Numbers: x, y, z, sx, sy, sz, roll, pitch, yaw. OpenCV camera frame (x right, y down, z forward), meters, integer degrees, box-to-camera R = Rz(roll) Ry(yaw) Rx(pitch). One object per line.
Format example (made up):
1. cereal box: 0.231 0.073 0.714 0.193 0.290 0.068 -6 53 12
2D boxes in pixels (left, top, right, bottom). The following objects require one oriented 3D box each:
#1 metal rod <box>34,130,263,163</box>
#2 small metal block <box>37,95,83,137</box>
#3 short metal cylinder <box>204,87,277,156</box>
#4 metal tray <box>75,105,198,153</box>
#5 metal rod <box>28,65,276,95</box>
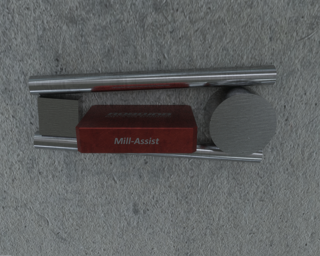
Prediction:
1. metal rod: -0.014 0.026 0.420 0.302 0.025 0.025 4 110 -2
2. small metal block: -0.129 -0.017 0.404 0.050 0.025 0.050 4 110 -2
3. short metal cylinder: 0.099 -0.011 0.394 0.081 0.050 0.079 0 110 0
4. metal tray: -0.025 -0.002 0.374 0.131 0.090 0.030 0 110 0
5. metal rod: -0.009 -0.060 0.389 0.302 0.025 0.025 -2 110 0
